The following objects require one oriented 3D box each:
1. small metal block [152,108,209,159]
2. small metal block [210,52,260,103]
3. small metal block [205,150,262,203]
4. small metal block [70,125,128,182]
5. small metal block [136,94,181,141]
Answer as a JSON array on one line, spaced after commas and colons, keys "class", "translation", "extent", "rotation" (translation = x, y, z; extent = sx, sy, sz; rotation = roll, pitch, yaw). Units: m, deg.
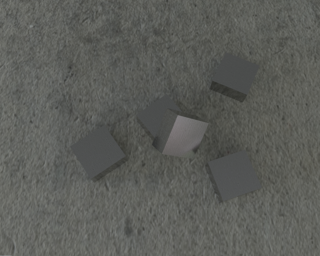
[{"class": "small metal block", "translation": [0.025, 0.007, 0.381], "extent": [0.050, 0.025, 0.050], "rotation": [13, 106, -36]}, {"class": "small metal block", "translation": [0.104, -0.071, 0.435], "extent": [0.050, 0.025, 0.050], "rotation": [24, 72, 8]}, {"class": "small metal block", "translation": [0.090, 0.061, 0.387], "extent": [0.050, 0.025, 0.050], "rotation": [-17, 71, -7]}, {"class": "small metal block", "translation": [-0.077, 0.033, 0.395], "extent": [0.050, 0.025, 0.050], "rotation": [-33, 74, -12]}, {"class": "small metal block", "translation": [0.004, -0.008, 0.411], "extent": [0.050, 0.025, 0.050], "rotation": [-36, 74, -13]}]
